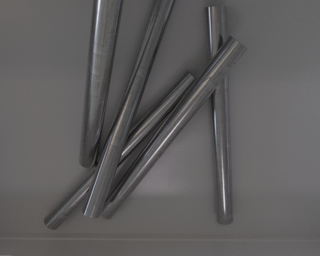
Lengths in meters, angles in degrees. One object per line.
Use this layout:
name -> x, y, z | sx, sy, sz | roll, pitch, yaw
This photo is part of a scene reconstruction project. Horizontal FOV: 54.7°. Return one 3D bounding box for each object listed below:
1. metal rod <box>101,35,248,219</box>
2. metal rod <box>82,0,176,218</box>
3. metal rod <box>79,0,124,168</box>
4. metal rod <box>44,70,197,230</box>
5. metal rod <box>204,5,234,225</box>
metal rod -> 0.004, 0.014, 0.400 | 0.025, 0.025, 0.299 | 33, 112, -11
metal rod -> -0.041, -0.023, 0.384 | 0.025, 0.025, 0.298 | 19, 102, -7
metal rod -> -0.064, -0.051, 0.321 | 0.025, 0.025, 0.298 | 15, 137, -6
metal rod -> -0.060, 0.038, 0.424 | 0.025, 0.025, 0.299 | 41, 105, -14
metal rod -> 0.080, -0.002, 0.410 | 0.025, 0.025, 0.298 | -6, 110, 2
